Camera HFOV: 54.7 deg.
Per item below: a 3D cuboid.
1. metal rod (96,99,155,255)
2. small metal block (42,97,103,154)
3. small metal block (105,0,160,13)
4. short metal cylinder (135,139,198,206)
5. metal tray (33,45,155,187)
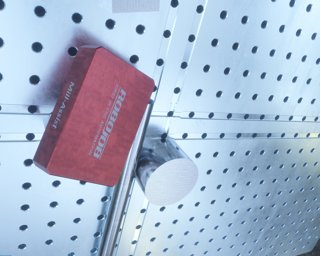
[{"bbox_3d":[-0.057,0.096,0.439,0.025,0.025,0.298,2,118,-29],"label":"metal rod"},{"bbox_3d":[-0.097,-0.003,0.340,0.050,0.050,0.025,-34,129,-6],"label":"small metal block"},{"bbox_3d":[-0.028,-0.143,0.307,0.050,0.025,0.050,-12,123,-22],"label":"small metal block"},{"bbox_3d":[0.007,0.062,0.437,0.081,0.050,0.079,-14,124,-21],"label":"short metal cylinder"},{"bbox_3d":[-0.064,-0.009,0.328,0.090,0.030,0.129,26,83,-48],"label":"metal tray"}]
